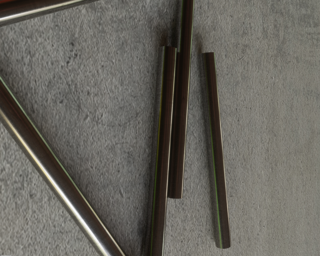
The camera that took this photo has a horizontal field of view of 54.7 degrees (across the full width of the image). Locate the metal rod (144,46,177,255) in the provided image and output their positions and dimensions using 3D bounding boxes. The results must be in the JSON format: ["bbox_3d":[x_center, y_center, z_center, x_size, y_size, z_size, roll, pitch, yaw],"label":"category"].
[{"bbox_3d":[0.000,0.043,0.404,0.025,0.025,0.298,6,86,-40],"label":"metal rod"}]

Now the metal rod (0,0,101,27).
[{"bbox_3d":[-0.138,-0.110,0.288,0.302,0.025,0.025,-33,111,-35],"label":"metal rod"}]

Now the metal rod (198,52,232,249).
[{"bbox_3d":[0.085,0.037,0.475,0.025,0.025,0.298,-10,97,-40],"label":"metal rod"}]

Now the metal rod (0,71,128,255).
[{"bbox_3d":[-0.094,0.070,0.325,0.025,0.025,0.299,-42,115,-32],"label":"metal rod"}]

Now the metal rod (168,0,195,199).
[{"bbox_3d":[0.028,-0.055,0.427,0.025,0.025,0.298,6,86,-40],"label":"metal rod"}]
